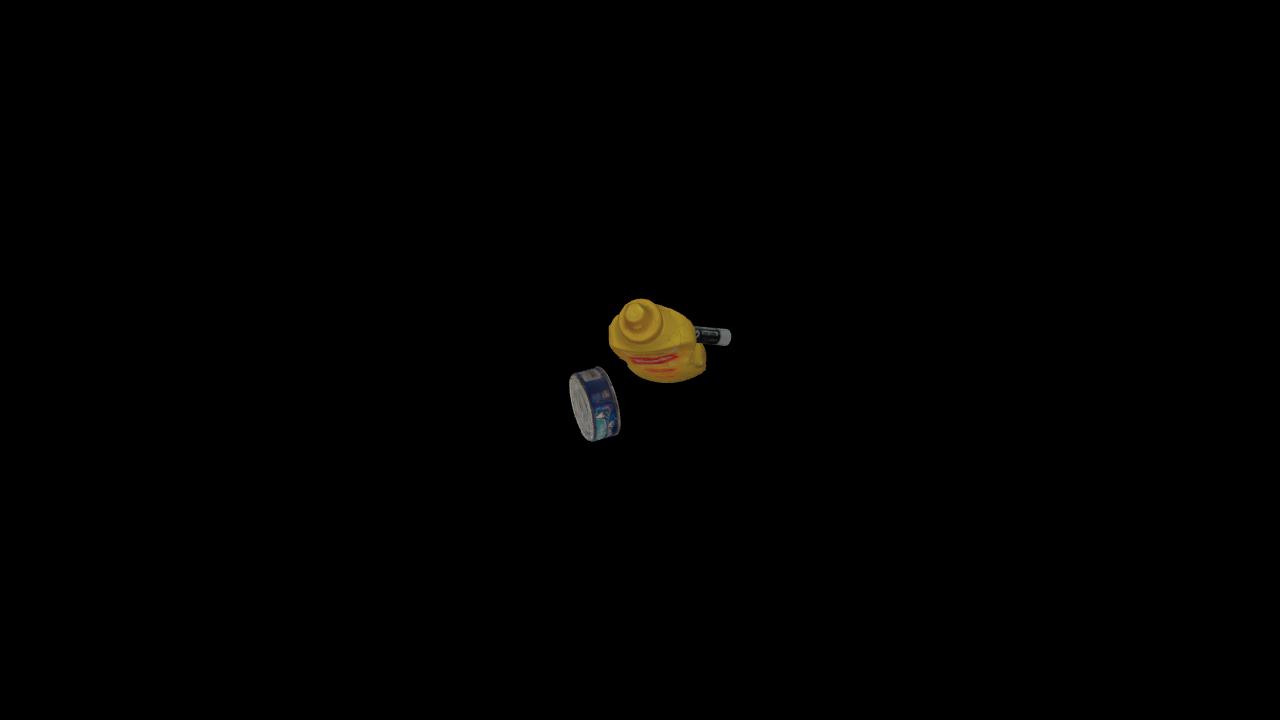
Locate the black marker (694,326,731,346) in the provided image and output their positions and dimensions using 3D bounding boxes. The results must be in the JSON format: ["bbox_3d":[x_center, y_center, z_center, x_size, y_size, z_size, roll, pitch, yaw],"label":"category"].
[{"bbox_3d":[0.043,-0.028,0.645,0.121,0.020,0.020,4,-2,-31],"label":"black marker"}]

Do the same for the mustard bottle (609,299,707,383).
[{"bbox_3d":[0.014,-0.021,0.639,0.092,0.054,0.184,4,-14,14],"label":"mustard bottle"}]

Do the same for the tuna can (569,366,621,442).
[{"bbox_3d":[-0.054,0.052,0.716,0.034,0.084,0.084,-14,5,-21],"label":"tuna can"}]
